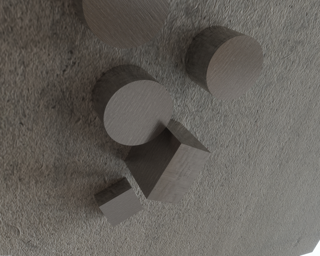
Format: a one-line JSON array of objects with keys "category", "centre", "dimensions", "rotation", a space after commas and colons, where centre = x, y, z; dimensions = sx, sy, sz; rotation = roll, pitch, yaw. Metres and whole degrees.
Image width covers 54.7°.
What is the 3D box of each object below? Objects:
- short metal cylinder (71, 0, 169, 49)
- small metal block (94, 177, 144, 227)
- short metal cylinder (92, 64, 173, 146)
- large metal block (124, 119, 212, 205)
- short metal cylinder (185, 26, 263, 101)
[{"category": "short metal cylinder", "centre": [-0.039, -0.122, 0.294], "dimensions": [0.081, 0.050, 0.079], "rotation": [-14, 124, -21]}, {"category": "small metal block", "centre": [-0.058, 0.105, 0.441], "dimensions": [0.050, 0.025, 0.050], "rotation": [-29, 128, -10]}, {"category": "short metal cylinder", "centre": [-0.032, -0.027, 0.356], "dimensions": [0.081, 0.050, 0.079], "rotation": [-14, 124, -21]}, {"category": "large metal block", "centre": [0.007, 0.038, 0.398], "dimensions": [0.050, 0.080, 0.080], "rotation": [20, 108, -36]}, {"category": "short metal cylinder", "centre": [0.079, -0.081, 0.384], "dimensions": [0.081, 0.050, 0.079], "rotation": [-14, 124, -21]}]
